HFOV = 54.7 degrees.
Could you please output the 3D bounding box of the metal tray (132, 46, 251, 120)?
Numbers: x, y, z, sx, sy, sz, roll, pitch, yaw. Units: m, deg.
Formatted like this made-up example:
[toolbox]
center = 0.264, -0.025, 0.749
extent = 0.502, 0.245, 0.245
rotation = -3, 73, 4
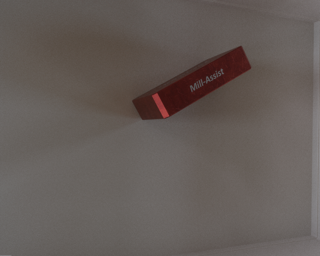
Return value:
[metal tray]
center = 0.037, -0.055, 0.390
extent = 0.131, 0.090, 0.030
rotation = -31, 101, -18
